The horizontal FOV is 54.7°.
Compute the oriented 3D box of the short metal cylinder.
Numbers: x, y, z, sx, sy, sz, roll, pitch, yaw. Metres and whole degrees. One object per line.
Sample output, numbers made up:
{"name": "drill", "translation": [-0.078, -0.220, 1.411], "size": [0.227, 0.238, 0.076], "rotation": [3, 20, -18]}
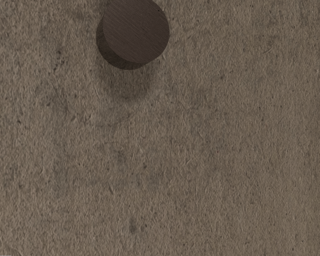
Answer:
{"name": "short metal cylinder", "translation": [-0.035, -0.116, 0.383], "size": [0.081, 0.050, 0.079], "rotation": [0, 90, -21]}
